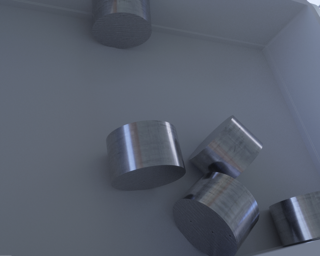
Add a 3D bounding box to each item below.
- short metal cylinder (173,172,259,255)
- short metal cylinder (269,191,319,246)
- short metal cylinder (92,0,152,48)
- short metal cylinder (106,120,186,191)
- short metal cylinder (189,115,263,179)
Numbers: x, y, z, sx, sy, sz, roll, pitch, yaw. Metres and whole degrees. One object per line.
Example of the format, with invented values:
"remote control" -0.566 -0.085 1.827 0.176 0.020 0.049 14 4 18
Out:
"short metal cylinder" 0.061 0.096 0.344 0.080 0.080 0.050 49 51 6
"short metal cylinder" 0.190 0.117 0.401 0.081 0.080 0.050 1 61 -28
"short metal cylinder" -0.053 -0.155 0.431 0.081 0.080 0.050 5 69 -26
"short metal cylinder" -0.016 0.033 0.342 0.081 0.080 0.050 2 61 -27
"short metal cylinder" 0.083 0.029 0.397 0.050 0.080 0.080 44 51 2
